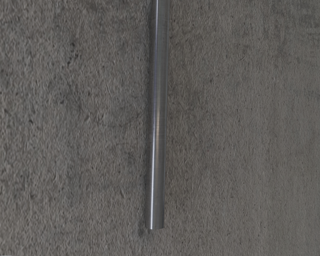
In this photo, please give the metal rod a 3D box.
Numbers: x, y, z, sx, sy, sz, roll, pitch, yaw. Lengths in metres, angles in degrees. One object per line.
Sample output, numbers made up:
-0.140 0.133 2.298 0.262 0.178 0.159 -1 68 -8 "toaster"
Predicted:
-0.003 -0.023 0.400 0.025 0.025 0.298 2 89 -40 "metal rod"
